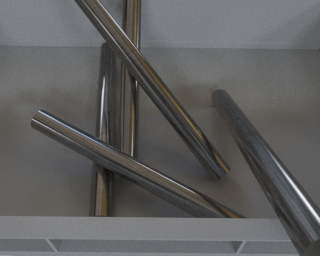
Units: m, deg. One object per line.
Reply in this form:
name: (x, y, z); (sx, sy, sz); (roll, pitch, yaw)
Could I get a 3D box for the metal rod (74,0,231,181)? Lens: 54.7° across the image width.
metal rod: (-0.018, -0.064, 0.373); (0.025, 0.025, 0.299); (-36, 86, -26)

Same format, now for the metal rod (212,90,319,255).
metal rod: (0.088, 0.012, 0.307); (0.025, 0.025, 0.300); (0, 22, -1)

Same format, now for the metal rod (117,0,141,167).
metal rod: (-0.038, -0.094, 0.404); (0.025, 0.025, 0.299); (0, 75, 0)

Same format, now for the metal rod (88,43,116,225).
metal rod: (-0.073, -0.018, 0.419); (0.025, 0.025, 0.300); (-3, 50, -3)

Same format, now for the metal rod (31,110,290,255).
metal rod: (-0.010, 0.055, 0.334); (0.301, 0.025, 0.025); (26, 55, 11)
